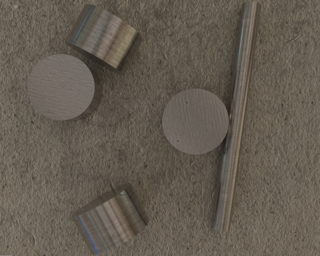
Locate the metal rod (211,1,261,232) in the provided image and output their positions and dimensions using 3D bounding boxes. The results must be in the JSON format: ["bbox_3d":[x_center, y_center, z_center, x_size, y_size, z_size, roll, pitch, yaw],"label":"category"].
[{"bbox_3d":[0.101,-0.015,0.410,0.025,0.025,0.298,8,90,0],"label":"metal rod"}]

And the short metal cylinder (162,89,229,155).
[{"bbox_3d":[0.043,-0.008,0.398,0.081,0.050,0.079,0,90,0],"label":"short metal cylinder"}]

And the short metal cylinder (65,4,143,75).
[{"bbox_3d":[-0.068,-0.106,0.382,0.080,0.080,0.050,28,90,0],"label":"short metal cylinder"}]

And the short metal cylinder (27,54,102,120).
[{"bbox_3d":[-0.119,-0.049,0.396,0.081,0.050,0.079,0,90,0],"label":"short metal cylinder"}]

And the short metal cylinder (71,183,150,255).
[{"bbox_3d":[-0.060,0.110,0.382,0.080,0.080,0.050,-28,90,0],"label":"short metal cylinder"}]
